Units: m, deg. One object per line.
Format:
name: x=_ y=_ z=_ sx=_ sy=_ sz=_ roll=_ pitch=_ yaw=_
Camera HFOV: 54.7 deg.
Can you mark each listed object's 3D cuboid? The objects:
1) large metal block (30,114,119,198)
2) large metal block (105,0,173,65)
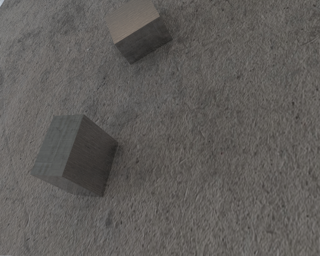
large metal block: x=-0.106 y=0.038 z=0.401 sx=0.050 sy=0.080 sz=0.080 roll=-2 pitch=61 yaw=27
large metal block: x=-0.036 y=-0.164 z=0.508 sx=0.080 sy=0.050 sz=0.080 roll=-29 pitch=52 yaw=9
